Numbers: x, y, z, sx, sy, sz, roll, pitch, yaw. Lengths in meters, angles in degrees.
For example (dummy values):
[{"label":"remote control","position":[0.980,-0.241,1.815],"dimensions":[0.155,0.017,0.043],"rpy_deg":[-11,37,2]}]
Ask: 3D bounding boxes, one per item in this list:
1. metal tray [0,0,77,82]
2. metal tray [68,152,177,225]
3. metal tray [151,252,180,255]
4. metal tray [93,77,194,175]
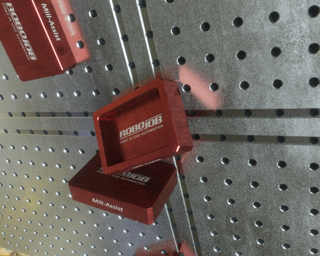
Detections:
[{"label":"metal tray","position":[-0.179,-0.133,0.421],"dimensions":[0.090,0.030,0.129],"rpy_deg":[-4,117,30]},{"label":"metal tray","position":[-0.051,0.078,0.444],"dimensions":[0.130,0.090,0.030],"rpy_deg":[12,126,22]},{"label":"metal tray","position":[0.004,0.283,0.581],"dimensions":[0.130,0.030,0.090],"rpy_deg":[-28,103,37]},{"label":"metal tray","position":[-0.027,0.002,0.396],"dimensions":[0.130,0.030,0.090],"rpy_deg":[-22,75,36]}]
